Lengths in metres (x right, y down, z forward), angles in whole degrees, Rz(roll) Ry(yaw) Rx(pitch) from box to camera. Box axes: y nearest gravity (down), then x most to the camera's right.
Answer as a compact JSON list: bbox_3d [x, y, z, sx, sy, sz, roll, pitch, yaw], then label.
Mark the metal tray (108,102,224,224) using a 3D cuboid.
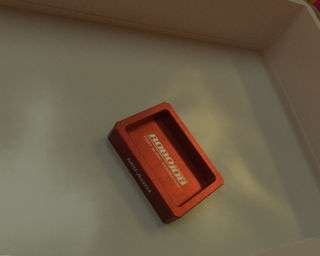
[{"bbox_3d":[0.008,0.038,0.384,0.091,0.030,0.130,-26,76,-37],"label":"metal tray"}]
